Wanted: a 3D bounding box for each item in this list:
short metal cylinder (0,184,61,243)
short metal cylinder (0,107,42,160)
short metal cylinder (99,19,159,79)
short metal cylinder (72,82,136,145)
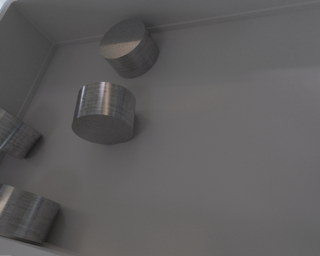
[{"bbox_3d":[-0.176,0.109,0.396,0.080,0.080,0.050,5,64,30],"label":"short metal cylinder"},{"bbox_3d":[-0.237,0.008,0.491,0.080,0.080,0.050,25,75,36],"label":"short metal cylinder"},{"bbox_3d":[-0.048,-0.126,0.492,0.080,0.050,0.080,-13,56,21],"label":"short metal cylinder"},{"bbox_3d":[-0.074,-0.018,0.421,0.080,0.080,0.050,-12,57,22],"label":"short metal cylinder"}]
